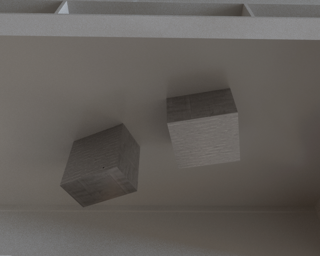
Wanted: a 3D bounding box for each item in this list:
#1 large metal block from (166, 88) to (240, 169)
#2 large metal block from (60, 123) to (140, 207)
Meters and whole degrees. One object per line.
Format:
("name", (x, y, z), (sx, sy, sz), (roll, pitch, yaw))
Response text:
("large metal block", (0.055, 0.002, 0.395), (0.080, 0.050, 0.080), (-9, 130, 7))
("large metal block", (-0.076, 0.049, 0.414), (0.080, 0.080, 0.050), (-20, 128, 16))
